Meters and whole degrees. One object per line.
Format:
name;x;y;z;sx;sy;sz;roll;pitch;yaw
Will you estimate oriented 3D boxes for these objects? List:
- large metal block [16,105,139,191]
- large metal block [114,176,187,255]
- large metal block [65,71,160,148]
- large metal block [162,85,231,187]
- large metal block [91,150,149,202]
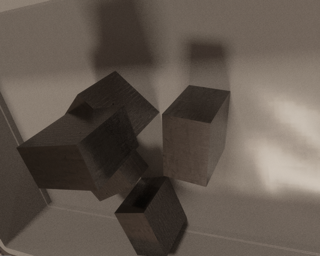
large metal block;-0.082;0.019;0.323;0.080;0.080;0.050;-4;116;30
large metal block;-0.010;0.129;0.457;0.050;0.080;0.080;-11;113;32
large metal block;-0.060;-0.016;0.393;0.080;0.080;0.050;43;129;-2
large metal block;0.043;0.006;0.353;0.050;0.080;0.079;12;123;21
large metal block;-0.079;0.055;0.466;0.080;0.050;0.080;-30;102;37
